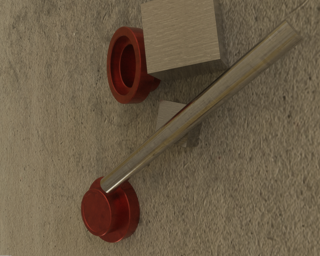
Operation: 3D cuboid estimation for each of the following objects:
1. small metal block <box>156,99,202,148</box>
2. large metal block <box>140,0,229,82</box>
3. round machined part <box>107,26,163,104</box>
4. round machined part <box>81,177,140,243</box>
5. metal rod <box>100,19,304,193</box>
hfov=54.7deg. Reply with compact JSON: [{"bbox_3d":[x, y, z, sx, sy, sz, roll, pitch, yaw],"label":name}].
[{"bbox_3d":[0.024,-0.006,0.386,0.050,0.025,0.050,15,100,39],"label":"small metal block"},{"bbox_3d":[0.029,-0.103,0.351,0.080,0.050,0.080,-8,85,22],"label":"large metal block"},{"bbox_3d":[-0.031,-0.081,0.408,0.098,0.042,0.097,12,104,56],"label":"round machined part"},{"bbox_3d":[-0.080,0.121,0.460,0.098,0.042,0.097,0,90,40],"label":"round machined part"},{"bbox_3d":[0.023,-0.004,0.353,0.299,0.025,0.025,-41,65,32],"label":"metal rod"}]
